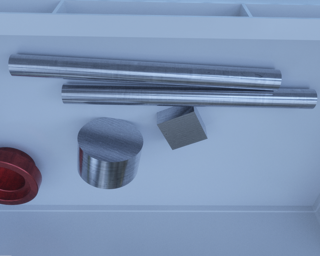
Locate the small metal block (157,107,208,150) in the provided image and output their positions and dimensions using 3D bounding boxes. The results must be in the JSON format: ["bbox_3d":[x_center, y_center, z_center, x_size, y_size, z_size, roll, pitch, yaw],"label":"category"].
[{"bbox_3d":[0.029,-0.003,0.407,0.050,0.025,0.050,-19,128,15],"label":"small metal block"}]

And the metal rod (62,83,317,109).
[{"bbox_3d":[0.036,-0.038,0.376,0.302,0.025,0.025,1,130,-2],"label":"metal rod"}]

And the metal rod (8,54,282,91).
[{"bbox_3d":[-0.013,-0.063,0.354,0.302,0.025,0.025,3,130,-3],"label":"metal rod"}]

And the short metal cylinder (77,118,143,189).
[{"bbox_3d":[-0.065,0.031,0.399,0.081,0.080,0.050,8,130,-7],"label":"short metal cylinder"}]

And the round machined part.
[{"bbox_3d":[-0.222,0.066,0.451,0.099,0.042,0.097,-1,130,0],"label":"round machined part"}]
